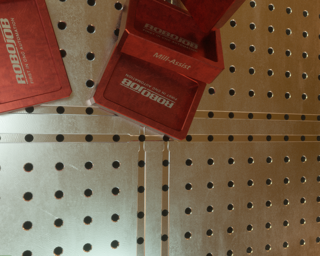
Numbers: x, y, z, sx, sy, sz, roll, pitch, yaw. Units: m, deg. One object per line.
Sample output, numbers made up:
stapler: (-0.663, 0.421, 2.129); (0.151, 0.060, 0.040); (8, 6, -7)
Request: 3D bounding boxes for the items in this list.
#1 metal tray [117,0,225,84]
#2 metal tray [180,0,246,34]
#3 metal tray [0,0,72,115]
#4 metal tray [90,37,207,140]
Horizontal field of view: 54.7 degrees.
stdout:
metal tray: (0.016, -0.116, 0.393); (0.131, 0.030, 0.090); (16, 53, -20)
metal tray: (0.050, -0.195, 0.378); (0.030, 0.090, 0.130); (-32, 85, -28)
metal tray: (-0.163, -0.087, 0.349); (0.091, 0.030, 0.129); (-17, 96, -20)
metal tray: (-0.013, -0.048, 0.406); (0.131, 0.030, 0.090); (24, 82, -19)
